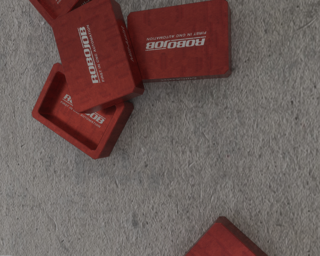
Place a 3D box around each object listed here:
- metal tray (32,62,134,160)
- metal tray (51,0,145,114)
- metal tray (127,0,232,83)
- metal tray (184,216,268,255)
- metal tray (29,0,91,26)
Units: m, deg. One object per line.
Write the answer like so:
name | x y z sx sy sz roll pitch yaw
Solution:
metal tray | -0.113 -0.025 0.446 0.130 0.030 0.090 31 100 17
metal tray | -0.082 -0.093 0.403 0.090 0.030 0.129 -18 84 19
metal tray | 0.024 -0.108 0.398 0.130 0.030 0.089 -1 90 19
metal tray | 0.067 0.187 0.383 0.090 0.030 0.130 42 103 15
metal tray | -0.130 -0.217 0.452 0.130 0.030 0.090 -44 77 14
